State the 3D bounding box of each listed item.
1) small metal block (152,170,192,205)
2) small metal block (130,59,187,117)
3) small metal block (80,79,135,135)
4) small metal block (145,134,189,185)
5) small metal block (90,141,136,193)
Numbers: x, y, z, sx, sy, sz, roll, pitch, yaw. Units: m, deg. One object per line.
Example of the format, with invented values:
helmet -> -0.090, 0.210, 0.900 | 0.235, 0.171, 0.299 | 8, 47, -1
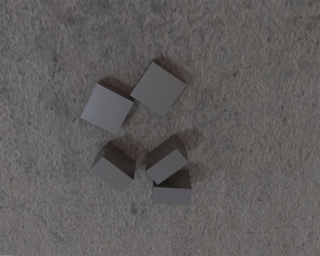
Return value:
small metal block -> 0.015, 0.080, 0.426 | 0.050, 0.050, 0.025 | 4, 110, -2
small metal block -> -0.002, -0.051, 0.391 | 0.050, 0.025, 0.050 | 33, 107, -12
small metal block -> -0.067, -0.027, 0.399 | 0.050, 0.025, 0.050 | 27, 108, -10
small metal block -> 0.009, 0.040, 0.412 | 0.050, 0.050, 0.025 | -37, 106, 12
small metal block -> -0.061, 0.051, 0.414 | 0.050, 0.050, 0.025 | 40, 105, -14
